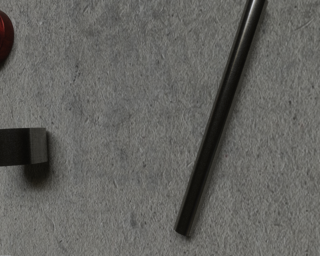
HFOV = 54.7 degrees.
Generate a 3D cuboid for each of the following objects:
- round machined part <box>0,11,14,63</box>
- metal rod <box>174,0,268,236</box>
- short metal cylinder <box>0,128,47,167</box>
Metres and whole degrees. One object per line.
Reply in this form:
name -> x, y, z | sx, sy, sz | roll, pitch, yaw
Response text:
round machined part -> -0.291, -0.151, 0.500 | 0.098, 0.042, 0.097 | 0, 90, 19
metal rod -> 0.073, -0.010, 0.382 | 0.025, 0.025, 0.298 | 19, 96, 18
short metal cylinder -> -0.208, 0.027, 0.451 | 0.080, 0.080, 0.050 | -4, 89, 19
